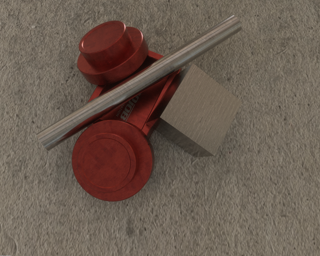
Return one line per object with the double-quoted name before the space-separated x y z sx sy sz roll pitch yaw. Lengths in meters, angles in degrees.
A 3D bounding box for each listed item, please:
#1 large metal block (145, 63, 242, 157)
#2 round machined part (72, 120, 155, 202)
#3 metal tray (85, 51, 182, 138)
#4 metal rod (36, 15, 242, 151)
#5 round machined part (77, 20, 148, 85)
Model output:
"large metal block" 0.042 -0.019 0.388 0.080 0.050 0.080 35 71 -14
"round machined part" -0.058 0.039 0.367 0.099 0.042 0.097 0 90 7
"metal tray" -0.036 -0.046 0.423 0.090 0.030 0.130 23 71 8
"metal rod" -0.018 -0.064 0.402 0.301 0.025 0.025 -34 74 -12
"round machined part" -0.069 -0.107 0.418 0.098 0.042 0.098 -13 47 15
